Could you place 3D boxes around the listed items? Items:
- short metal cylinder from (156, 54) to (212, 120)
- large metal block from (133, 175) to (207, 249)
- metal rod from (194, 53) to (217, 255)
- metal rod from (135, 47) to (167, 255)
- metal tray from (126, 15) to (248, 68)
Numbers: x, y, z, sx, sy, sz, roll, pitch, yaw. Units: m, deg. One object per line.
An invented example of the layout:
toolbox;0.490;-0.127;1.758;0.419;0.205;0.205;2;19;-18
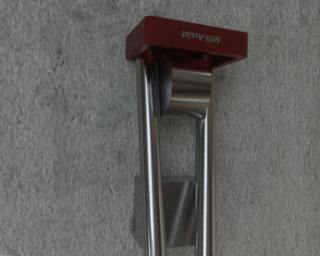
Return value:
short metal cylinder;0.023;-0.050;0.391;0.050;0.080;0.079;2;90;-21
large metal block;0.011;0.105;0.400;0.081;0.050;0.079;2;90;-20
metal rod;0.056;0.046;0.383;0.025;0.025;0.299;9;72;-20
metal rod;-0.011;0.042;0.359;0.025;0.025;0.299;2;74;-20
metal tray;0.031;-0.102;0.388;0.131;0.090;0.030;2;90;-20
